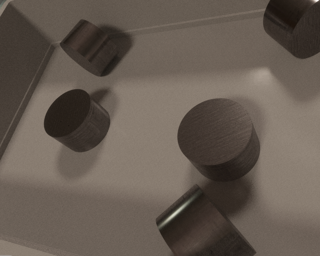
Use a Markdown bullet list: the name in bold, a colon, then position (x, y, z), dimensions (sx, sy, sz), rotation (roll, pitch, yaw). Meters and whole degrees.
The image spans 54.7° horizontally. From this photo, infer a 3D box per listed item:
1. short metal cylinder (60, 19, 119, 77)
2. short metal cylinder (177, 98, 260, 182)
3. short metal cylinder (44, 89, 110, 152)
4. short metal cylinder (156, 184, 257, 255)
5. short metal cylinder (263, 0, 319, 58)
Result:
- **short metal cylinder**: position (-0.115, -0.130, 0.508), dimensions (0.080, 0.080, 0.050), rotation (29, 78, 37)
- **short metal cylinder**: position (0.066, 0.014, 0.346), dimensions (0.080, 0.050, 0.080), rotation (-13, 56, 20)
- **short metal cylinder**: position (-0.122, -0.011, 0.458), dimensions (0.080, 0.050, 0.080), rotation (-13, 56, 20)
- **short metal cylinder**: position (0.042, 0.099, 0.287), dimensions (0.050, 0.080, 0.080), rotation (-42, 51, 0)
- **short metal cylinder**: position (0.170, -0.129, 0.360), dimensions (0.080, 0.080, 0.050), rotation (-34, 52, 6)
